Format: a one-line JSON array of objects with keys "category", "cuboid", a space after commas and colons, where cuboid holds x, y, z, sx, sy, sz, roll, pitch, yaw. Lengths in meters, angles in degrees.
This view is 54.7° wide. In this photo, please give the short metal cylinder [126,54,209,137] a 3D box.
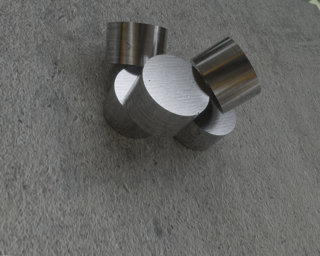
[{"category": "short metal cylinder", "cuboid": [0.008, -0.036, 0.352, 0.081, 0.050, 0.080, 14, 56, -21]}]

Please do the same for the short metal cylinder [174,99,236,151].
[{"category": "short metal cylinder", "cuboid": [0.057, -0.014, 0.430, 0.081, 0.050, 0.080, 14, 56, -21]}]

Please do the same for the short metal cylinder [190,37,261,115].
[{"category": "short metal cylinder", "cuboid": [0.079, -0.063, 0.380, 0.050, 0.080, 0.080, -31, 75, 6]}]

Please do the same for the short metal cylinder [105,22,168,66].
[{"category": "short metal cylinder", "cuboid": [-0.032, -0.108, 0.412, 0.081, 0.080, 0.050, 0, 101, -29]}]

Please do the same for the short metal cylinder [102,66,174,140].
[{"category": "short metal cylinder", "cuboid": [-0.027, -0.032, 0.395, 0.081, 0.050, 0.080, 14, 56, -21]}]
